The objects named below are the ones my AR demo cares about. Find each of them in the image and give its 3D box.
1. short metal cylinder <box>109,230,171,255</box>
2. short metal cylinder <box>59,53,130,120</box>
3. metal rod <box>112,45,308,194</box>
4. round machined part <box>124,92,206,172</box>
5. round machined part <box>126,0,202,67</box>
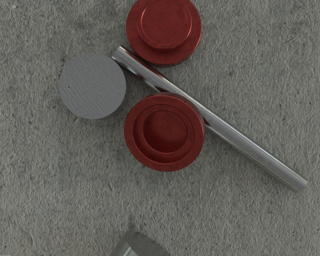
[{"bbox_3d":[-0.024,0.173,0.382,0.080,0.080,0.050,34,90,-1],"label":"short metal cylinder"},{"bbox_3d":[-0.081,-0.050,0.396,0.081,0.050,0.079,0,90,-1],"label":"short metal cylinder"},{"bbox_3d":[0.065,-0.011,0.410,0.301,0.025,0.025,36,90,-1],"label":"metal rod"},{"bbox_3d":[0.008,0.002,0.391,0.098,0.042,0.097,4,108,12],"label":"round machined part"},{"bbox_3d":[0.005,-0.131,0.402,0.099,0.042,0.097,0,90,-1],"label":"round machined part"}]
